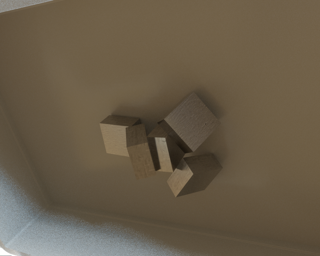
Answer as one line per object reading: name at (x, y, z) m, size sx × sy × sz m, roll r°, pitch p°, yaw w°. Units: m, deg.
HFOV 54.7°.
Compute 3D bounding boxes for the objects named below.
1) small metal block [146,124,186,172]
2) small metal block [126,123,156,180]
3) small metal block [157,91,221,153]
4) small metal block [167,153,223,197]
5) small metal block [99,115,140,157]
small metal block at (0.010, 0.021, 0.397) m, size 0.025 × 0.050 × 0.050 m, roll 1°, pitch 119°, yaw 27°
small metal block at (-0.025, 0.029, 0.397) m, size 0.025 × 0.050 × 0.050 m, roll -14°, pitch 119°, yaw -1°
small metal block at (0.034, -0.006, 0.364) m, size 0.050 × 0.050 × 0.025 m, roll 48°, pitch 161°, yaw -6°
small metal block at (0.044, 0.061, 0.400) m, size 0.025 × 0.050 × 0.050 m, roll 58°, pitch 136°, yaw 32°
small metal block at (-0.053, 0.012, 0.438) m, size 0.050 × 0.025 × 0.050 m, roll 6°, pitch 121°, yaw 24°
